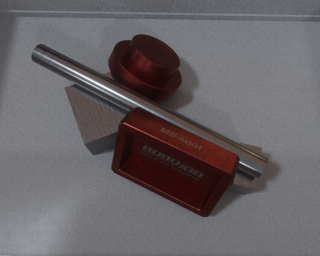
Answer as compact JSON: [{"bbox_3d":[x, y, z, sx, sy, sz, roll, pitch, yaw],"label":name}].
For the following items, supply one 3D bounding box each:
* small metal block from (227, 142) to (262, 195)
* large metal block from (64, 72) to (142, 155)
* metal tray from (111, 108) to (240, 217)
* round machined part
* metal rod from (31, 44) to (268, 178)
[{"bbox_3d":[0.100,0.051,0.377,0.025,0.050,0.050,14,71,5],"label":"small metal block"},{"bbox_3d":[-0.066,-0.022,0.402,0.080,0.050,0.080,-21,72,-8],"label":"large metal block"},{"bbox_3d":[0.012,0.042,0.355,0.130,0.089,0.030,25,45,8],"label":"metal tray"},{"bbox_3d":[-0.013,-0.084,0.402,0.099,0.042,0.098,22,39,-18],"label":"round machined part"},{"bbox_3d":[-0.019,-0.024,0.362,0.301,0.025,0.025,28,72,9],"label":"metal rod"}]
